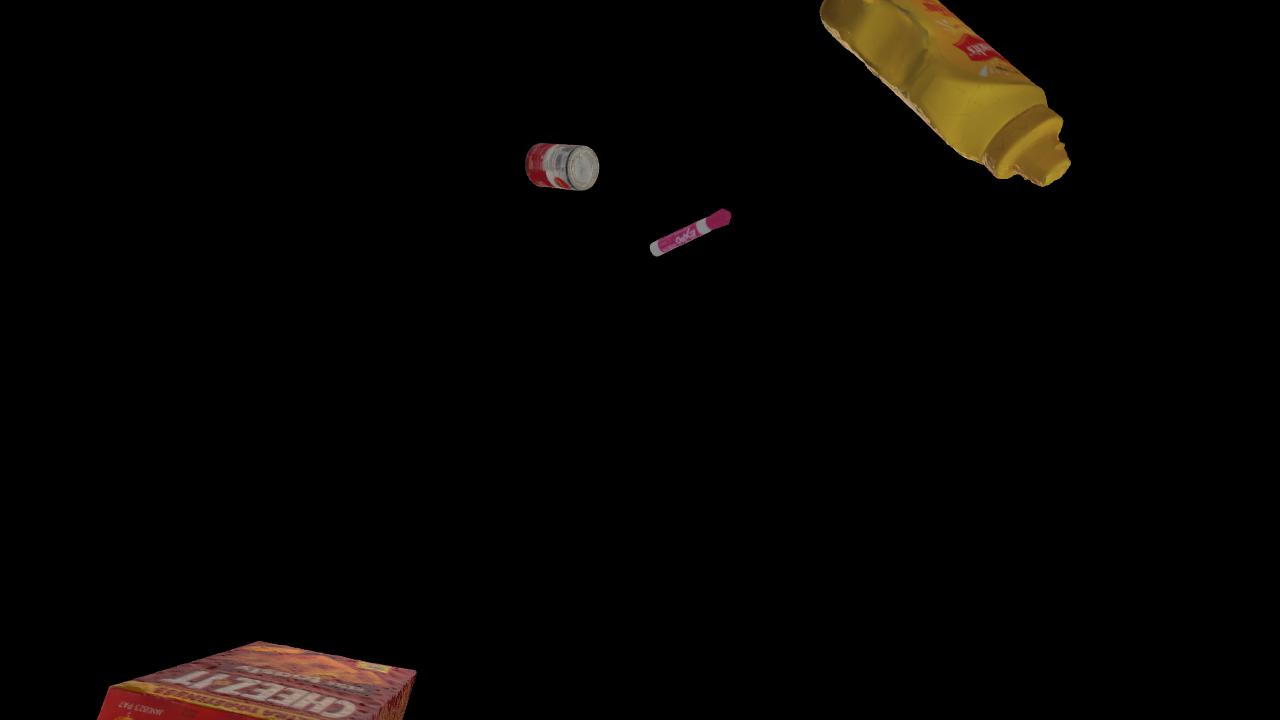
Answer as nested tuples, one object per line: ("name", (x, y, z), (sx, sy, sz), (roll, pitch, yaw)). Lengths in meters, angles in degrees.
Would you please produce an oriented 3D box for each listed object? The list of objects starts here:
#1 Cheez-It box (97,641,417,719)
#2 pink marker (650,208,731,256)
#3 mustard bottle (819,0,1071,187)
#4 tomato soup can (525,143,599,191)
("Cheez-It box", (-0.296, 0.294, 0.505), (0.166, 0.071, 0.223), (13, -18, -4))
("pink marker", (0.059, -0.149, 0.723), (0.020, 0.020, 0.121), (0, -11, -42))
("mustard bottle", (0.195, -0.174, 0.384), (0.092, 0.184, 0.054), (-5, -34, -38))
("tomato soup can", (-0.119, -0.298, 0.948), (0.101, 0.068, 0.068), (18, 12, 39))
